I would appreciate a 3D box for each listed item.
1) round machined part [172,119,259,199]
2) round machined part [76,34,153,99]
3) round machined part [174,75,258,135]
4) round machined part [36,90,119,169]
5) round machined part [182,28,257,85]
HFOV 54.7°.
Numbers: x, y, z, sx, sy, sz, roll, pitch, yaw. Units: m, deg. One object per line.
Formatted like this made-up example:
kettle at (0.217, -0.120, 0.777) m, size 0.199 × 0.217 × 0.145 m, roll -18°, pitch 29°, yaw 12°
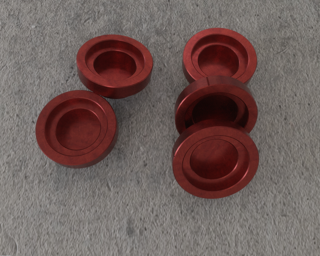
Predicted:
round machined part at (0.063, 0.033, 0.369) m, size 0.099 × 0.097 × 0.042 m, roll -3°, pitch 26°, yaw -1°
round machined part at (-0.060, -0.078, 0.418) m, size 0.099 × 0.042 × 0.098 m, roll 5°, pitch 55°, yaw -7°
round machined part at (0.067, -0.023, 0.387) m, size 0.099 × 0.097 × 0.042 m, roll 0°, pitch 38°, yaw 0°
round machined part at (-0.102, 0.004, 0.396) m, size 0.099 × 0.042 × 0.098 m, roll 0°, pitch 71°, yaw 0°
round machined part at (0.080, -0.087, 0.430) m, size 0.099 × 0.042 × 0.098 m, roll 0°, pitch 68°, yaw 0°
